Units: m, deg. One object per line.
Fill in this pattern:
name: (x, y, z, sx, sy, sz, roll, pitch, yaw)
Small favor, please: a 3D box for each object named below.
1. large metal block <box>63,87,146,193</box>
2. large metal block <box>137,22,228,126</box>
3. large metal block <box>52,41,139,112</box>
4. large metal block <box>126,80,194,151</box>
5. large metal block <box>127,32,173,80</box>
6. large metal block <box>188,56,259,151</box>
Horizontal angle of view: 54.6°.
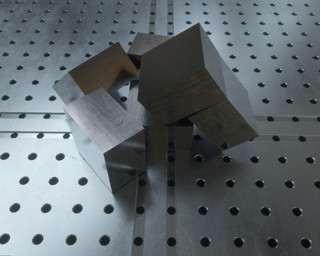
large metal block: (-0.061, 0.014, 0.358, 0.050, 0.080, 0.080, -32, 58, -25)
large metal block: (0.024, -0.060, 0.352, 0.080, 0.050, 0.080, -23, 44, 25)
large metal block: (-0.087, -0.063, 0.417, 0.080, 0.080, 0.050, -41, 105, -29)
large metal block: (0.000, -0.017, 0.406, 0.080, 0.050, 0.080, 1, 50, 0)
large metal block: (0.002, -0.083, 0.442, 0.080, 0.080, 0.050, 10, 51, 9)
large metal block: (0.076, -0.031, 0.388, 0.050, 0.080, 0.080, -27, 43, 28)
